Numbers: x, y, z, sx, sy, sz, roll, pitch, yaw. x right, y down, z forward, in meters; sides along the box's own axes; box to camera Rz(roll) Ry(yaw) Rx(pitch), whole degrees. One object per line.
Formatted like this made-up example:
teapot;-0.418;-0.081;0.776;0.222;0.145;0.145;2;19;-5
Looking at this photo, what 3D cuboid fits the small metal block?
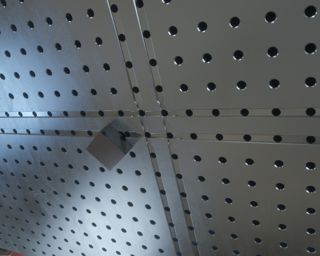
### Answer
small metal block;-0.076;0.029;0.468;0.050;0.025;0.050;43;129;-2
